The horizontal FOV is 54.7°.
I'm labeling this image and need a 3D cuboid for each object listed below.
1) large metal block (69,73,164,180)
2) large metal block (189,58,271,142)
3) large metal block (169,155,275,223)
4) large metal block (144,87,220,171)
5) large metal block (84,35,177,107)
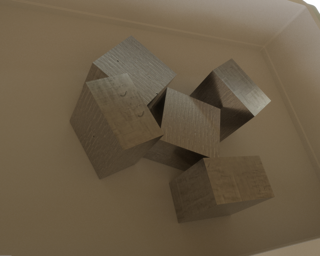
[{"bbox_3d":[-0.052,-0.001,0.342,0.050,0.080,0.080,-21,73,-36],"label":"large metal block"},{"bbox_3d":[0.093,-0.037,0.443,0.080,0.080,0.050,49,51,6],"label":"large metal block"},{"bbox_3d":[0.069,0.072,0.364,0.081,0.080,0.050,1,62,-28],"label":"large metal block"},{"bbox_3d":[0.030,0.005,0.402,0.080,0.050,0.080,21,54,-17],"label":"large metal block"},{"bbox_3d":[-0.038,-0.062,0.406,0.080,0.050,0.080,41,51,-1],"label":"large metal block"}]
